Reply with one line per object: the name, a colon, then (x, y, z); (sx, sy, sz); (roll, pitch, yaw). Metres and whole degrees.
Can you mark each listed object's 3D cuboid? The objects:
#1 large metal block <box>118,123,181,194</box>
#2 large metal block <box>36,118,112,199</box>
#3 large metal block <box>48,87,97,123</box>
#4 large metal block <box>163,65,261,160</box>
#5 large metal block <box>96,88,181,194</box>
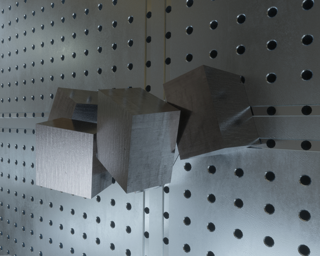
large metal block: (-0.024, 0.026, 0.410); (0.080, 0.050, 0.079); (39, 114, 32)
large metal block: (-0.107, 0.035, 0.394); (0.080, 0.050, 0.079); (9, 104, 18)
large metal block: (-0.117, -0.011, 0.466); (0.050, 0.081, 0.079); (37, 112, 33)
large metal block: (0.056, -0.014, 0.326); (0.050, 0.081, 0.080); (-21, 77, 38)
large metal block: (-0.027, 0.008, 0.323); (0.080, 0.050, 0.079); (35, 126, 50)
